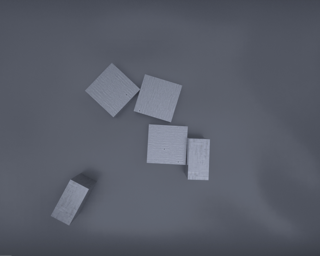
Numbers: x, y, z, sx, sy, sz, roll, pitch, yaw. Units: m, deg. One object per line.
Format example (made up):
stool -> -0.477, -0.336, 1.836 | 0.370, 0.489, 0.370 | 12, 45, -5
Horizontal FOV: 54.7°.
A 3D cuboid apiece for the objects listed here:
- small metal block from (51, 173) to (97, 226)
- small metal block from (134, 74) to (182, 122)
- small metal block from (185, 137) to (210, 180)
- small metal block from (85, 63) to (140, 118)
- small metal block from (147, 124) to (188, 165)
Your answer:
small metal block -> -0.109, 0.090, 0.398 | 0.025, 0.050, 0.050 | 28, 90, 0
small metal block -> -0.003, -0.038, 0.411 | 0.050, 0.025, 0.050 | 17, 90, -1
small metal block -> 0.047, 0.038, 0.400 | 0.025, 0.050, 0.050 | 2, 90, 0
small metal block -> -0.061, -0.049, 0.411 | 0.050, 0.025, 0.050 | 43, 90, -1
small metal block -> 0.009, 0.021, 0.412 | 0.050, 0.025, 0.050 | 3, 90, -1
